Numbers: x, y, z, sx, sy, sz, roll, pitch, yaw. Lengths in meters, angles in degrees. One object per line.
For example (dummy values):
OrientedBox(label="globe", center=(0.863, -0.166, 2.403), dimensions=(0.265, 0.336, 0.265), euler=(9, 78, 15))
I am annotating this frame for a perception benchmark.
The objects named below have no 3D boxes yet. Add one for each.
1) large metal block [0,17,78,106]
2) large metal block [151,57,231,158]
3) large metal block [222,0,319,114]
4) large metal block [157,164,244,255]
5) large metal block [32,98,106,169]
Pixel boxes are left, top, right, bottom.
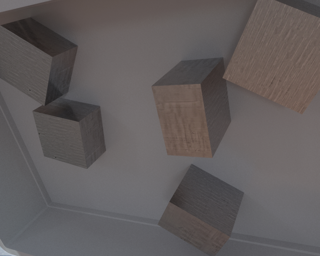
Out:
OrientedBox(label="large metal block", center=(-0.167, -0.090, 0.422), dimensions=(0.080, 0.050, 0.079), euler=(32, 128, 7))
OrientedBox(label="large metal block", center=(0.039, -0.024, 0.337), dimensions=(0.050, 0.080, 0.079), euler=(1, 119, 27))
OrientedBox(label="large metal block", center=(0.116, -0.072, 0.286), dimensions=(0.080, 0.050, 0.079), euler=(27, 128, 10))
OrientedBox(label="large metal block", center=(0.055, 0.106, 0.409), dimensions=(0.080, 0.080, 0.050), euler=(29, 128, 10))
OrientedBox(label="large metal block", center=(-0.133, 0.006, 0.464), dimensions=(0.080, 0.050, 0.079), euler=(12, 124, 21))
